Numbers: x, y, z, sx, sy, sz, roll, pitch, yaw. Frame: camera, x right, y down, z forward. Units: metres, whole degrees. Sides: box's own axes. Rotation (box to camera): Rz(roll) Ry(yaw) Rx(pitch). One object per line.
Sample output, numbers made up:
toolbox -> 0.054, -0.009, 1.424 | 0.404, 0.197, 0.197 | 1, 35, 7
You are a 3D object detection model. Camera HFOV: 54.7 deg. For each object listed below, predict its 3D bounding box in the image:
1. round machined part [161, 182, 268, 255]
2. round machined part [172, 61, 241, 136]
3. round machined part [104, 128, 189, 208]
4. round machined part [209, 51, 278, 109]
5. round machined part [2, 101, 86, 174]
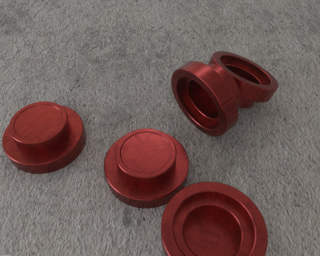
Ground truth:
round machined part -> 0.050, 0.106, 0.303 | 0.099, 0.042, 0.098 | 0, 50, 0
round machined part -> 0.062, -0.041, 0.388 | 0.042, 0.098, 0.098 | -36, 58, -19
round machined part -> -0.016, 0.039, 0.359 | 0.099, 0.042, 0.098 | 0, 50, 0
round machined part -> 0.109, -0.064, 0.431 | 0.099, 0.042, 0.098 | 17, 34, -12
round machined part -> -0.146, 0.005, 0.387 | 0.099, 0.042, 0.098 | 0, 50, 0
